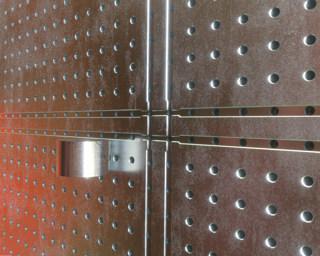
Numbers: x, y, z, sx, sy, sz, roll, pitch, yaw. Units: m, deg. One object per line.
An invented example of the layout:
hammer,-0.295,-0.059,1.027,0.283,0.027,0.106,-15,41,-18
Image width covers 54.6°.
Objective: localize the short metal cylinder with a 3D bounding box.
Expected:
short metal cylinder,-0.115,0.043,0.470,0.080,0.081,0.050,2,91,40
